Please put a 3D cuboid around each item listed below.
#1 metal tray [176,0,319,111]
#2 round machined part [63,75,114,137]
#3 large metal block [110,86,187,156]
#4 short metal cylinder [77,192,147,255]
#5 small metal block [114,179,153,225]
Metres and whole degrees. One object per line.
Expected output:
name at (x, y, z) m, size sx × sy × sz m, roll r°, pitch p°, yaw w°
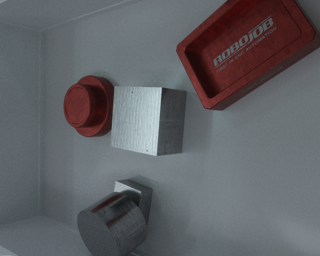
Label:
metal tray at (0.087, -0.088, 0.330) m, size 0.130 × 0.030 × 0.090 m, roll -36°, pitch 68°, yaw 34°
round machined part at (-0.115, -0.034, 0.488) m, size 0.098 × 0.042 × 0.097 m, roll 0°, pitch 90°, yaw 39°
large metal block at (-0.016, -0.011, 0.402) m, size 0.080 × 0.050 × 0.079 m, roll 7°, pitch 95°, yaw 39°
short metal cylinder at (-0.064, 0.132, 0.409) m, size 0.080 × 0.050 × 0.079 m, roll 19°, pitch 120°, yaw 36°
small metal block at (-0.040, 0.104, 0.438) m, size 0.050 × 0.025 × 0.050 m, roll 13°, pitch 97°, yaw 39°
